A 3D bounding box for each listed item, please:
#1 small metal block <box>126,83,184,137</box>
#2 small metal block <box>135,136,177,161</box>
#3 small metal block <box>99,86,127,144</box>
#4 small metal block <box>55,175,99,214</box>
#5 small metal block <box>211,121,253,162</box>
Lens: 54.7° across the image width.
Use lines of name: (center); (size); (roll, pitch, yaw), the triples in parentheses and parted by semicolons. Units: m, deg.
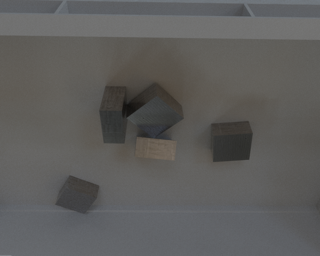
small metal block: (-0.006, -0.020, 0.389); (0.050, 0.025, 0.050); (-34, 128, 25)
small metal block: (-0.007, 0.026, 0.412); (0.050, 0.050, 0.025); (6, 89, -6)
small metal block: (-0.055, -0.016, 0.378); (0.025, 0.050, 0.050); (1, 130, 0)
small metal block: (-0.133, 0.108, 0.500); (0.050, 0.025, 0.050); (25, 126, -20)
small metal block: (0.097, 0.019, 0.426); (0.050, 0.025, 0.050); (-4, 130, 3)
